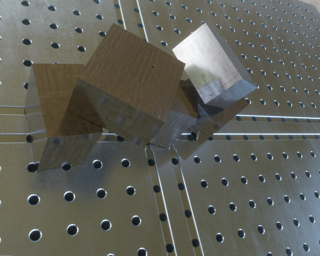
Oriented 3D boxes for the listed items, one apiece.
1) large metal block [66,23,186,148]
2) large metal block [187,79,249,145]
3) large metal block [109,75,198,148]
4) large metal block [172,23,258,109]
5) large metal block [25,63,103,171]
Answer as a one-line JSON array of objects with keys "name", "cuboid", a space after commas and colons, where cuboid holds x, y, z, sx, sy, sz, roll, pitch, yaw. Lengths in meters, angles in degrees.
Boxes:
[{"name": "large metal block", "cuboid": [-0.030, -0.041, 0.298, 0.080, 0.050, 0.080, 27, 52, -11]}, {"name": "large metal block", "cuboid": [0.069, -0.036, 0.453, 0.081, 0.050, 0.080, -35, 81, -39]}, {"name": "large metal block", "cuboid": [-0.009, -0.024, 0.383, 0.081, 0.080, 0.050, 17, 55, -19]}, {"name": "large metal block", "cuboid": [0.071, -0.074, 0.389, 0.080, 0.050, 0.080, 1, 57, -61]}, {"name": "large metal block", "cuboid": [-0.104, -0.010, 0.323, 0.050, 0.080, 0.080, -6, 65, -31]}]
